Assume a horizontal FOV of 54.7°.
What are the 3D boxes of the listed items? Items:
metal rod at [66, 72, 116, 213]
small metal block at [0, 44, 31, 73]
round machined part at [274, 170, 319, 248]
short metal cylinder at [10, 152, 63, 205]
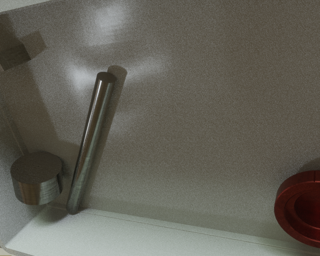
[{"bbox_3d":[-0.117,0.042,0.493,0.025,0.025,0.298,30,128,8],"label":"metal rod"},{"bbox_3d":[-0.227,-0.098,0.449,0.050,0.050,0.025,-7,115,31],"label":"small metal block"},{"bbox_3d":[0.185,0.087,0.354,0.098,0.042,0.097,13,124,20],"label":"round machined part"},{"bbox_3d":[-0.210,0.086,0.534,0.080,0.080,0.050,20,126,16],"label":"short metal cylinder"}]
